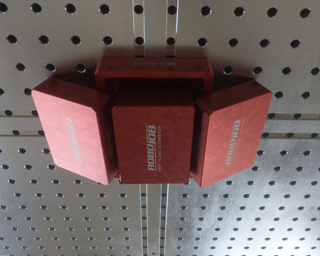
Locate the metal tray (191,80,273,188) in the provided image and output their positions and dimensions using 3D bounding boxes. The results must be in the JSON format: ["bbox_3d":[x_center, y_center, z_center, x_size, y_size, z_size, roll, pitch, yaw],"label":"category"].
[{"bbox_3d":[0.086,0.011,0.394,0.091,0.030,0.129,-19,134,-21],"label":"metal tray"}]

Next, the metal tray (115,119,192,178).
[{"bbox_3d":[-0.006,0.030,0.435,0.131,0.030,0.089,0,131,-1],"label":"metal tray"}]

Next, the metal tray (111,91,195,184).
[{"bbox_3d":[-0.007,0.016,0.382,0.091,0.030,0.129,0,130,0],"label":"metal tray"}]

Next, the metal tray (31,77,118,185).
[{"bbox_3d":[-0.101,0.007,0.389,0.090,0.030,0.129,17,134,19],"label":"metal tray"}]

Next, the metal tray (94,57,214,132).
[{"bbox_3d":[-0.007,-0.038,0.375,0.131,0.030,0.089,0,131,-1],"label":"metal tray"}]
